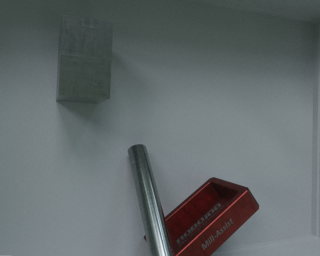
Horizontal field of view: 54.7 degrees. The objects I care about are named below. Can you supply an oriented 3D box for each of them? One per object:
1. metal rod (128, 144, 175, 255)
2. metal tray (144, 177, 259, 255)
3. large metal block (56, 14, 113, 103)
[{"bbox_3d":[0.006,0.144,0.315,0.025,0.025,0.299,-1,51,-20],"label":"metal rod"},{"bbox_3d":[0.050,0.120,0.395,0.131,0.090,0.030,-37,102,-17],"label":"metal tray"},{"bbox_3d":[-0.088,-0.071,0.349,0.050,0.080,0.079,3,89,-20],"label":"large metal block"}]
